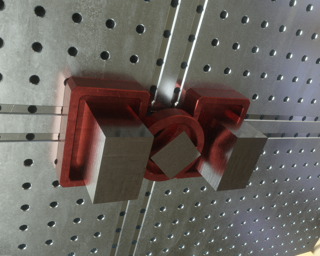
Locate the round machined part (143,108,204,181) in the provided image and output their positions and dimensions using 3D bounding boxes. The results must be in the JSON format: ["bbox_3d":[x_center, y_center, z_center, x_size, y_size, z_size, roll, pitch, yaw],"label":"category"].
[{"bbox_3d":[0.005,0.018,0.402,0.099,0.042,0.097,-14,124,-21],"label":"round machined part"}]

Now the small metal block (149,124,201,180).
[{"bbox_3d":[0.015,0.028,0.384,0.050,0.025,0.050,-39,129,-2],"label":"small metal block"}]

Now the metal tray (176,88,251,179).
[{"bbox_3d":[0.068,0.010,0.450,0.091,0.030,0.129,0,118,-28],"label":"metal tray"}]

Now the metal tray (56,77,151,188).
[{"bbox_3d":[-0.071,0.008,0.373,0.091,0.030,0.129,1,118,-29],"label":"metal tray"}]

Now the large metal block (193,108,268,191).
[{"bbox_3d":[0.087,0.028,0.422,0.050,0.080,0.079,1,118,-29],"label":"large metal block"}]

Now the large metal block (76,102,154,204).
[{"bbox_3d":[-0.054,0.025,0.344,0.050,0.080,0.079,1,118,-29],"label":"large metal block"}]
